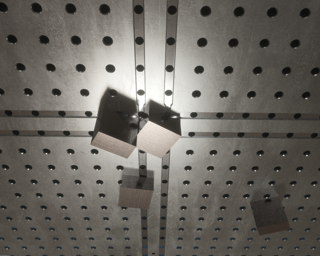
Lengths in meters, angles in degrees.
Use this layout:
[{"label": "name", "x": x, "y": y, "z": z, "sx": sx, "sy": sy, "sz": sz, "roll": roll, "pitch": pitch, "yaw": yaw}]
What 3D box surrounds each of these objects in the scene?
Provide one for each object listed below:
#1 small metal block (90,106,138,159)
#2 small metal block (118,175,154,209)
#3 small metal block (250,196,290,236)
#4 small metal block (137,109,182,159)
[{"label": "small metal block", "x": -0.057, "y": 0.006, "z": 0.399, "sx": 0.050, "sy": 0.050, "sz": 0.025, "roll": 24, "pitch": 126, "yaw": -20}, {"label": "small metal block", "x": -0.039, "y": 0.104, "z": 0.500, "sx": 0.050, "sy": 0.025, "sz": 0.050, "roll": 8, "pitch": 130, "yaw": -7}, {"label": "small metal block", "x": 0.186, "y": 0.149, "z": 0.525, "sx": 0.050, "sy": 0.050, "sz": 0.025, "roll": -17, "pitch": 128, "yaw": 13}, {"label": "small metal block", "x": -0.006, "y": 0.009, "z": 0.419, "sx": 0.050, "sy": 0.025, "sz": 0.050, "roll": 26, "pitch": 125, "yaw": -21}]
